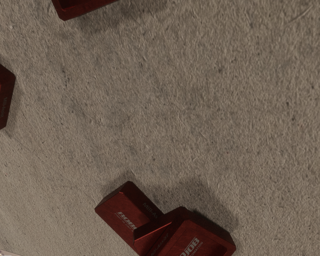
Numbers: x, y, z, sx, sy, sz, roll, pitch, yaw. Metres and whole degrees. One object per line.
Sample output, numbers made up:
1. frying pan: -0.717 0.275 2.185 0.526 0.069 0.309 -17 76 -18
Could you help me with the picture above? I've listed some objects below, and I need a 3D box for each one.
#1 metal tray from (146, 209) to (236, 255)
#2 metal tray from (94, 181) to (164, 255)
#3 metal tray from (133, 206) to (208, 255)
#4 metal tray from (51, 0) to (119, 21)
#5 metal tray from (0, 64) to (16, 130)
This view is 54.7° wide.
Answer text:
1. metal tray: 0.035 0.192 0.448 0.090 0.030 0.130 33 100 -13
2. metal tray: -0.037 0.158 0.519 0.130 0.030 0.090 47 129 -5
3. metal tray: 0.027 0.196 0.481 0.090 0.030 0.130 -28 106 3
4. metal tray: -0.071 -0.178 0.329 0.130 0.030 0.090 -7 115 31
5. metal tray: -0.297 -0.061 0.519 0.090 0.030 0.129 37 129 3
